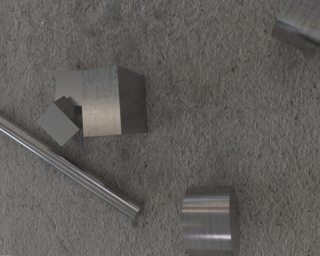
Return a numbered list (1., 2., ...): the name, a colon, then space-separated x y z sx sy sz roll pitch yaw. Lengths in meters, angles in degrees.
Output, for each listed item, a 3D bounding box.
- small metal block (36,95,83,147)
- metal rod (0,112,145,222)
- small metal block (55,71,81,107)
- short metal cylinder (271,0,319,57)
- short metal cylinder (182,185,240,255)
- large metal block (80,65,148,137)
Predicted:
1. small metal block: -0.139 -0.009 0.442 0.050 0.025 0.050 47 123 -9
2. metal rod: -0.154 0.046 0.463 0.301 0.025 0.025 29 99 17
3. small metal block: -0.123 -0.057 0.452 0.050 0.025 0.050 3 91 20
4. short metal cylinder: 0.161 -0.122 0.323 0.050 0.080 0.080 32 100 17
5. short metal cylinder: 0.061 0.107 0.358 0.050 0.080 0.080 -6 88 20
6. large metal block: -0.056 -0.031 0.400 0.050 0.080 0.080 -4 89 20
